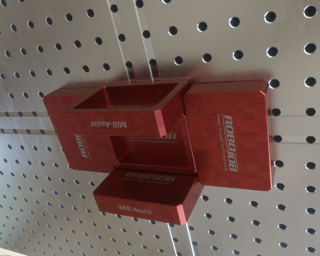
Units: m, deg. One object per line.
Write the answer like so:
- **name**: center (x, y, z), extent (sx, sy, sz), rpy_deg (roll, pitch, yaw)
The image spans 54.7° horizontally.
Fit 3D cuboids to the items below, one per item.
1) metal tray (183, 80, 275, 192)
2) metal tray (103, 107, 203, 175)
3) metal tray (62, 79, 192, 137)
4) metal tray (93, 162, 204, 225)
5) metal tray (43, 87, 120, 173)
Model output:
- **metal tray**: center (0.084, 0.012, 0.368), extent (0.090, 0.030, 0.129), rpy_deg (0, 119, 26)
- **metal tray**: center (-0.013, 0.014, 0.419), extent (0.130, 0.030, 0.089), rpy_deg (1, 119, 27)
- **metal tray**: center (-0.037, -0.025, 0.372), extent (0.130, 0.090, 0.030), rpy_deg (1, 119, 27)
- **metal tray**: center (-0.013, 0.081, 0.422), extent (0.130, 0.090, 0.030), rpy_deg (1, 119, 27)
- **metal tray**: center (-0.113, 0.005, 0.468), extent (0.090, 0.030, 0.129), rpy_deg (1, 119, 27)
